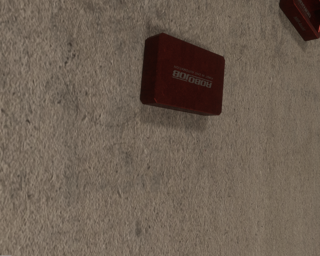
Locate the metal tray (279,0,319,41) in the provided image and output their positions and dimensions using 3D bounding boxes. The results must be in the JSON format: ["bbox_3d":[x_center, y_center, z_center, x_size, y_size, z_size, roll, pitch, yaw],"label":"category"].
[{"bbox_3d":[0.309,-0.260,0.663,0.131,0.030,0.090,30,71,-36],"label":"metal tray"}]

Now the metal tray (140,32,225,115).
[{"bbox_3d":[0.036,-0.069,0.434,0.131,0.030,0.089,8,85,-40],"label":"metal tray"}]
